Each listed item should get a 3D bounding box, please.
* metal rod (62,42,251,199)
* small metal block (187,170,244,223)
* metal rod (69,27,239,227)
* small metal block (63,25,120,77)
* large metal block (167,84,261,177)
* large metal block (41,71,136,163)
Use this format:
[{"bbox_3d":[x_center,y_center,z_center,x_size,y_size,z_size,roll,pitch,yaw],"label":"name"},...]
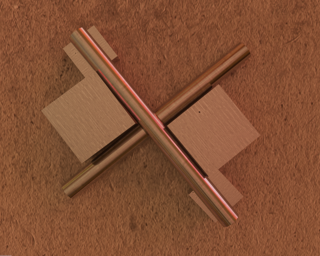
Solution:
[{"bbox_3d":[-0.004,-0.010,0.412,0.300,0.025,0.025,-39,90,0],"label":"metal rod"},{"bbox_3d":[0.073,0.087,0.412,0.050,0.025,0.050,-43,90,0],"label":"small metal block"},{"bbox_3d":[-0.007,-0.001,0.385,0.025,0.025,0.300,-39,90,0],"label":"metal rod"},{"bbox_3d":[-0.090,-0.098,0.411,0.050,0.025,0.050,-37,90,0],"label":"small metal block"},{"bbox_3d":[0.065,0.003,0.399,0.080,0.050,0.080,-39,90,0],"label":"large metal block"},{"bbox_3d":[-0.086,-0.013,0.396,0.080,0.050,0.080,-37,90,0],"label":"large metal block"}]
